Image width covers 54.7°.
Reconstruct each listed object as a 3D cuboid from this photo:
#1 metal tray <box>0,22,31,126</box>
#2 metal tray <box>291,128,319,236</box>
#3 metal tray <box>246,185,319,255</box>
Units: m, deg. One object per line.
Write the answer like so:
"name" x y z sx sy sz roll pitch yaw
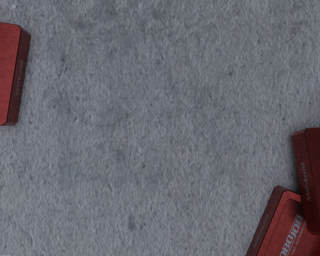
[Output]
"metal tray" -0.229 -0.073 0.404 0.091 0.030 0.129 9 90 -1
"metal tray" 0.225 0.064 0.390 0.091 0.030 0.129 -3 78 -9
"metal tray" 0.175 0.153 0.409 0.090 0.030 0.129 23 90 -1
